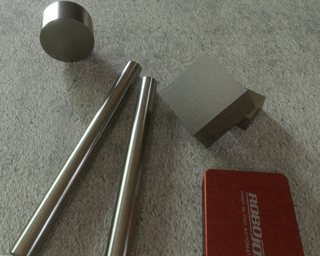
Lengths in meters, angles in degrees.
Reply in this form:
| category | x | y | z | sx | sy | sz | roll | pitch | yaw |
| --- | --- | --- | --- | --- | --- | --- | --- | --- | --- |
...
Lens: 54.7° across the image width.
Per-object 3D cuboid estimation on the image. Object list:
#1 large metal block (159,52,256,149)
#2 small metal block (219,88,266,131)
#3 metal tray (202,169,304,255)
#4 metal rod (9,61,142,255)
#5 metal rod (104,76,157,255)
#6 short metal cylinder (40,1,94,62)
| category | x | y | z | sx | sy | sz | roll | pitch | yaw |
| --- | --- | --- | --- | --- | --- | --- | --- | --- | --- |
| large metal block | 0.060 | -0.035 | 0.395 | 0.080 | 0.050 | 0.080 | -41 | 56 | 6 |
| small metal block | 0.111 | -0.031 | 0.431 | 0.050 | 0.025 | 0.050 | 29 | 56 | 22 |
| metal tray | 0.090 | 0.106 | 0.312 | 0.091 | 0.030 | 0.130 | 4 | 50 | 2 |
| metal rod | -0.087 | 0.015 | 0.389 | 0.025 | 0.025 | 0.300 | 14 | 51 | 11 |
| metal rod | -0.031 | 0.047 | 0.362 | 0.025 | 0.025 | 0.300 | 5 | 50 | 3 |
| short metal cylinder | -0.147 | -0.152 | 0.494 | 0.081 | 0.080 | 0.050 | -8 | 51 | -7 |
